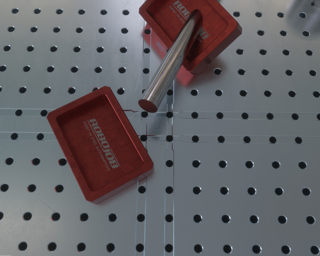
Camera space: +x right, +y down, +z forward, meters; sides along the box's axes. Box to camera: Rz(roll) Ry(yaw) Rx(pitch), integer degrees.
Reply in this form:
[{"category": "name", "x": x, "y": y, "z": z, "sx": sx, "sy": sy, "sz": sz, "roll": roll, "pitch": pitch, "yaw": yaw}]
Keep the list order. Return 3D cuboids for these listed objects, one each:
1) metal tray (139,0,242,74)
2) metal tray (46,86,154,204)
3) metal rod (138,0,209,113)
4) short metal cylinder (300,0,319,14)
[{"category": "metal tray", "x": 0.040, "y": -0.154, "z": 0.442, "sx": 0.090, "sy": 0.030, "sz": 0.130, "roll": -43, "pitch": 73, "yaw": 19}, {"category": "metal tray", "x": -0.077, "y": 0.020, "z": 0.401, "sx": 0.090, "sy": 0.030, "sz": 0.130, "roll": -28, "pitch": 73, "yaw": -10}, {"category": "metal rod", "x": 0.046, "y": -0.144, "z": 0.438, "sx": 0.025, "sy": 0.025, "sz": 0.300, "roll": 23, "pitch": 62, "yaw": 8}, {"category": "short metal cylinder", "x": 0.266, "y": -0.226, "z": 0.483, "sx": 0.081, "sy": 0.050, "sz": 0.080, "roll": 0, "pitch": 70, "yaw": 0}]
